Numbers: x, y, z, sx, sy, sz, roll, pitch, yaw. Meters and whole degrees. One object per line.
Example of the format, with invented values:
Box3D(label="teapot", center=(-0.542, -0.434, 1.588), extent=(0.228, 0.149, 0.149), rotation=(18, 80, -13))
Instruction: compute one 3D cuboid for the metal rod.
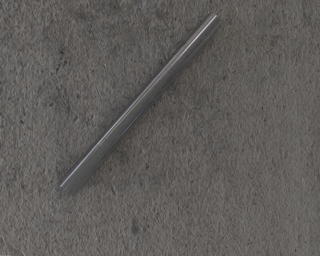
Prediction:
Box3D(label="metal rod", center=(-0.018, -0.039, 0.402), extent=(0.025, 0.025, 0.300), rotation=(43, 76, -15))
